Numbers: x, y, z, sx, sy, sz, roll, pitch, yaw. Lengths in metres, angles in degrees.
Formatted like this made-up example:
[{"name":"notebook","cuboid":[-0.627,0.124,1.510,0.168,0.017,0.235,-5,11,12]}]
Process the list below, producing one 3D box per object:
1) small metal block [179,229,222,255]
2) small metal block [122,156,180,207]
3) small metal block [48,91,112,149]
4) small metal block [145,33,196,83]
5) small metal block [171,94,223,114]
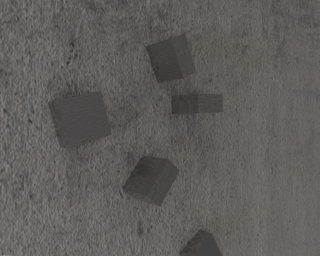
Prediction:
[{"name":"small metal block","cuboid":[0.062,0.189,0.457,0.050,0.025,0.050,-38,113,-33]},{"name":"small metal block","cuboid":[-0.011,0.063,0.379,0.025,0.050,0.050,46,63,-31]},{"name":"small metal block","cuboid":[-0.085,-0.010,0.333,0.050,0.025,0.050,-20,103,-38]},{"name":"small metal block","cuboid":[0.014,-0.089,0.399,0.025,0.050,0.050,-30,109,-36]},{"name":"small metal block","cuboid":[0.052,-0.033,0.431,0.050,0.050,0.025,-4,93,-40]}]
